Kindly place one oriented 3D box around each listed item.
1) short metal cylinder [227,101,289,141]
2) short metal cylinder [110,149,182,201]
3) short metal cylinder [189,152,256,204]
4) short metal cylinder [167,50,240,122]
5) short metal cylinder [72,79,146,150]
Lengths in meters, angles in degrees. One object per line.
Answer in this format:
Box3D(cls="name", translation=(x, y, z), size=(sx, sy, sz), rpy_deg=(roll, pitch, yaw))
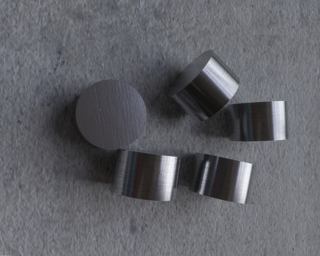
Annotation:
Box3D(cls="short metal cylinder", translation=(0.136, -0.010, 0.432), size=(0.081, 0.080, 0.050), rpy_deg=(-4, 92, -20))
Box3D(cls="short metal cylinder", translation=(-0.016, 0.054, 0.375), size=(0.081, 0.080, 0.050), rpy_deg=(9, 87, -20))
Box3D(cls="short metal cylinder", translation=(0.082, 0.065, 0.412), size=(0.081, 0.080, 0.050), rpy_deg=(14, 86, -20))
Box3D(cls="short metal cylinder", translation=(0.055, -0.054, 0.401), size=(0.050, 0.080, 0.080), rpy_deg=(42, 77, -16))
Box3D(cls="short metal cylinder", translation=(-0.062, -0.015, 0.373), size=(0.081, 0.050, 0.079), rpy_deg=(0, 90, -21))
